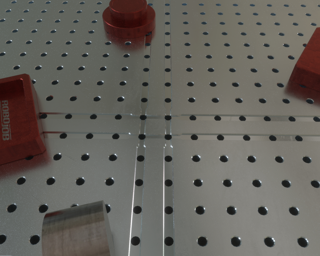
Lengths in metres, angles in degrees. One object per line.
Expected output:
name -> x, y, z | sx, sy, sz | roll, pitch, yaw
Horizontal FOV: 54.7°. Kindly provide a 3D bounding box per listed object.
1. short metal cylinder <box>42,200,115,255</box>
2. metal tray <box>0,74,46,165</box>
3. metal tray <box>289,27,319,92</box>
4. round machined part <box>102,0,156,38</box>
short metal cylinder -> -0.069, 0.110, 0.278 | 0.050, 0.080, 0.080 | -11, 51, -10
metal tray -> -0.210, -0.013, 0.412 | 0.091, 0.030, 0.130 | -16, 52, -14
metal tray -> 0.276, -0.108, 0.498 | 0.090, 0.030, 0.131 | 26, 55, 20
round machined part -> -0.058, -0.212, 0.574 | 0.099, 0.042, 0.098 | 0, 50, 0
